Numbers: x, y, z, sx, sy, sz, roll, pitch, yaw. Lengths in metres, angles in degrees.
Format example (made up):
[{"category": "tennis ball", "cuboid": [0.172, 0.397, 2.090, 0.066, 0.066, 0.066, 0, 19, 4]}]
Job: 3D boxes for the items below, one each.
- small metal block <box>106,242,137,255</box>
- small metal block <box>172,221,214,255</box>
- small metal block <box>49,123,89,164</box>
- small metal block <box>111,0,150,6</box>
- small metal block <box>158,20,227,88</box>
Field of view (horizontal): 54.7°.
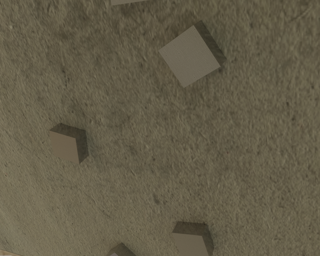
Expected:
[{"category": "small metal block", "cuboid": [-0.075, 0.257, 0.603, 0.050, 0.025, 0.050, 43, 129, -2]}, {"category": "small metal block", "cuboid": [0.053, 0.176, 0.487, 0.050, 0.025, 0.050, -5, 116, 30]}, {"category": "small metal block", "cuboid": [-0.145, 0.025, 0.496, 0.050, 0.025, 0.050, 15, 124, 19]}, {"category": "small metal block", "cuboid": [-0.029, -0.159, 0.322, 0.050, 0.025, 0.050, 3, 120, 26]}, {"category": "small metal block", "cuboid": [0.035, -0.080, 0.338, 0.050, 0.025, 0.050, -28, 104, 37]}]
